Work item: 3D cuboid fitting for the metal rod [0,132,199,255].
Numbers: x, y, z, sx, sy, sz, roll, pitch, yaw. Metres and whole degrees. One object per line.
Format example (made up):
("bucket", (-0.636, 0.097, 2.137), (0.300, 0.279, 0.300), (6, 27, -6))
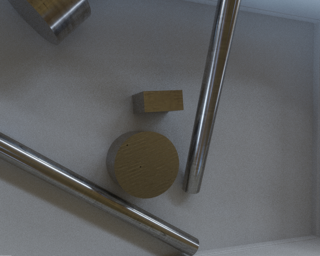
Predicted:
("metal rod", (-0.074, 0.087, 0.383), (0.301, 0.025, 0.025), (33, 79, -17))

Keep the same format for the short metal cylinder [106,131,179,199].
("short metal cylinder", (-0.023, 0.044, 0.390), (0.081, 0.050, 0.079), (0, 90, -21))

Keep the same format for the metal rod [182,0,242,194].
("metal rod", (0.062, -0.051, 0.371), (0.025, 0.025, 0.298), (-1, 115, -20))

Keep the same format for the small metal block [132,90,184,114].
("small metal block", (-0.004, -0.033, 0.397), (0.050, 0.050, 0.025), (-5, 92, -20))

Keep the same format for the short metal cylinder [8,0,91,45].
("short metal cylinder", (-0.123, -0.138, 0.336), (0.080, 0.080, 0.050), (45, 76, -15))
